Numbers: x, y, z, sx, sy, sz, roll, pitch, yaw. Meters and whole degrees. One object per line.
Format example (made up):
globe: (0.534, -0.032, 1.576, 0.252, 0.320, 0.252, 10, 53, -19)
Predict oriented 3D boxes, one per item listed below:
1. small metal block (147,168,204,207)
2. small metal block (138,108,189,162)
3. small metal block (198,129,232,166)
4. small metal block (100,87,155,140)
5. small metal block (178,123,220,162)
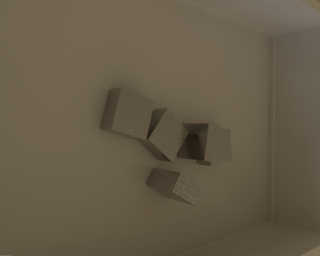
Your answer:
small metal block: (0.020, 0.077, 0.406, 0.050, 0.050, 0.025, 38, 68, -35)
small metal block: (0.005, 0.009, 0.409, 0.050, 0.025, 0.050, 46, 62, -30)
small metal block: (0.084, 0.028, 0.477, 0.050, 0.025, 0.050, -7, 95, -40)
small metal block: (-0.038, -0.016, 0.373, 0.050, 0.025, 0.050, 20, 78, -39)
small metal block: (0.055, 0.020, 0.436, 0.025, 0.050, 0.050, 13, 82, -40)
